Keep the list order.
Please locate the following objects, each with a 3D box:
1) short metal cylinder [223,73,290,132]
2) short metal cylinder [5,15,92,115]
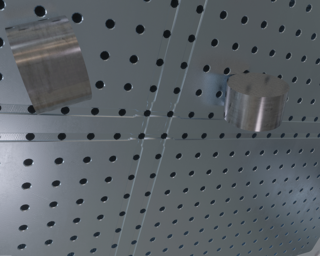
[{"bbox_3d":[0.129,-0.037,0.423,0.081,0.080,0.050,-14,124,-21],"label":"short metal cylinder"},{"bbox_3d":[-0.101,-0.057,0.285,0.050,0.080,0.079,-20,126,-17],"label":"short metal cylinder"}]
